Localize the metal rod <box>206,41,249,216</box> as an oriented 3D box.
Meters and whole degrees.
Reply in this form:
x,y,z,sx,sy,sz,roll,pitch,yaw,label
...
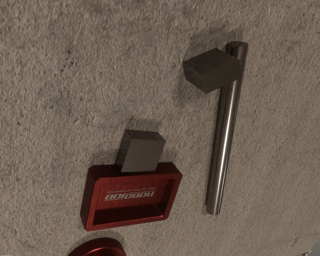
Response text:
x,y,z,sx,sy,sz,roll,pitch,yaw,label
0.098,0.019,0.474,0.025,0.025,0.298,-13,124,-22,metal rod

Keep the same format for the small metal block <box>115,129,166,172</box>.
x,y,z,sx,sy,sz,roll,pitch,yaw,label
-0.026,0.031,0.413,0.050,0.025,0.050,5,116,-31,small metal block

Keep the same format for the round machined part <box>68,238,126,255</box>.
x,y,z,sx,sy,sz,roll,pitch,yaw,label
-0.098,0.222,0.481,0.099,0.042,0.097,-14,125,-21,round machined part

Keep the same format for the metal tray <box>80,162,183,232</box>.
x,y,z,sx,sy,sz,roll,pitch,yaw,label
-0.040,0.096,0.442,0.131,0.030,0.089,1,118,-29,metal tray

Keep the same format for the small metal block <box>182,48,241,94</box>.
x,y,z,sx,sy,sz,roll,pitch,yaw,label
0.063,-0.072,0.383,0.050,0.050,0.025,-26,128,-13,small metal block
